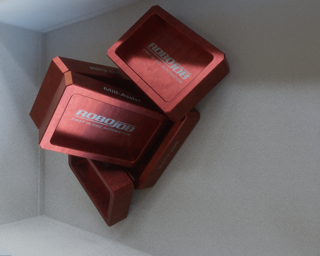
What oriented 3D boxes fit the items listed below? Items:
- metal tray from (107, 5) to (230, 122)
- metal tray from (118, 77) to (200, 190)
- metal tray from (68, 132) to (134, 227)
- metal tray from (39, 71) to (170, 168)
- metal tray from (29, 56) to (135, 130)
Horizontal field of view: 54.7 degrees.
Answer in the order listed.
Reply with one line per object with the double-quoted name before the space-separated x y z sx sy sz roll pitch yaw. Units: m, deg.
"metal tray" 0.006 -0.081 0.372 0.090 0.030 0.130 -44 60 2
"metal tray" -0.016 0.006 0.412 0.090 0.030 0.129 46 117 29
"metal tray" -0.091 0.067 0.451 0.130 0.030 0.089 47 142 29
"metal tray" -0.065 -0.004 0.372 0.089 0.131 0.030 -57 34 24
"metal tray" -0.090 -0.038 0.407 0.030 0.131 0.089 48 119 30
